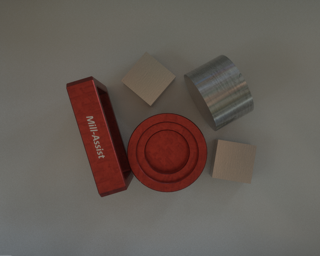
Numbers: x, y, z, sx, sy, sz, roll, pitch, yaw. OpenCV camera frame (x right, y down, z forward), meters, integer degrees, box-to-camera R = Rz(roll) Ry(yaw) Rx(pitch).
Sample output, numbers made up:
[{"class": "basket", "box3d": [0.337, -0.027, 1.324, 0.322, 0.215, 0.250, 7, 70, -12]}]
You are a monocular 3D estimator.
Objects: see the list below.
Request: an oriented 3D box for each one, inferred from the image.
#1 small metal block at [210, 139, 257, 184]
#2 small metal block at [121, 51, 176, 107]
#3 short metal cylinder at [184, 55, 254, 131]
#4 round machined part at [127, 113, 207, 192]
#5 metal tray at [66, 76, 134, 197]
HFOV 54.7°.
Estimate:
[{"class": "small metal block", "box3d": [0.096, 0.043, 0.411, 0.050, 0.025, 0.050, 9, 89, 1]}, {"class": "small metal block", "box3d": [-0.015, -0.063, 0.409, 0.050, 0.025, 0.050, 40, 90, 1]}, {"class": "short metal cylinder", "box3d": [0.071, -0.043, 0.383, 0.050, 0.080, 0.080, -29, 90, 0]}, {"class": "round machined part", "box3d": [0.009, 0.030, 0.400, 0.099, 0.042, 0.097, 0, 90, -1]}, {"class": "metal tray", "box3d": [-0.069, 0.009, 0.376, 0.030, 0.090, 0.129, -17, 90, 0]}]
